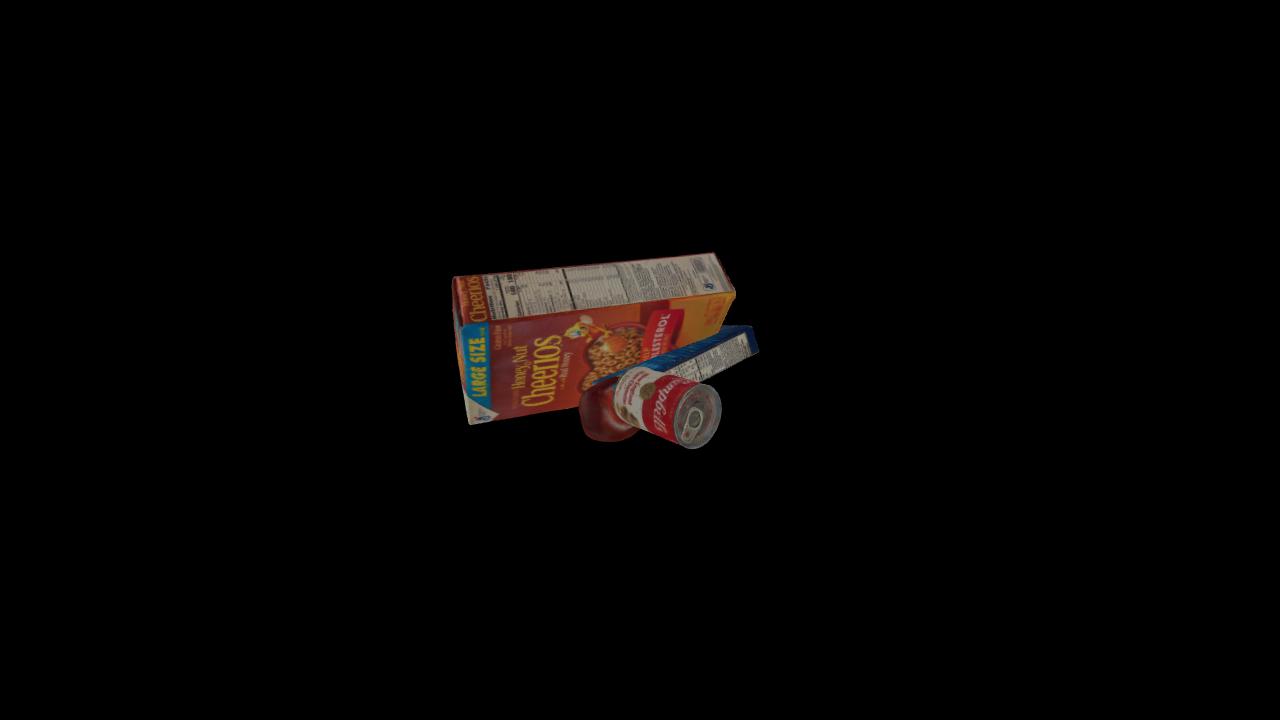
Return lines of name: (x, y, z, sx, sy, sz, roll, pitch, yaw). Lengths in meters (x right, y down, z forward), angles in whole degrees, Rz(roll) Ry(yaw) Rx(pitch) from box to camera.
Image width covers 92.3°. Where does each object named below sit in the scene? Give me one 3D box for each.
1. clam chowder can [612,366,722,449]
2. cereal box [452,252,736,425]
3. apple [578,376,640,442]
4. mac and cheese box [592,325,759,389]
clam chowder can: (0.027, 0.048, 0.652, 0.068, 0.068, 0.102, 0, 11, -41)
cereal box: (-0.061, -0.022, 0.734, 0.306, 0.081, 0.203, -9, -32, -19)
apple: (-0.033, 0.059, 0.715, 0.079, 0.079, 0.093, 0, -9, -30)
mac and cheese box: (0.043, 0.008, 0.735, 0.184, 0.041, 0.093, -26, 15, -24)
